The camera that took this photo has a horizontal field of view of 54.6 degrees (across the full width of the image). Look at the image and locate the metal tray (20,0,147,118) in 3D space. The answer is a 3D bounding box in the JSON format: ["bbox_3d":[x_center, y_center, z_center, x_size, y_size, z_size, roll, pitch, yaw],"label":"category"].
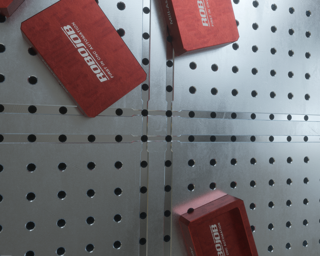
[{"bbox_3d":[-0.089,-0.088,0.377,0.090,0.030,0.130,-39,103,-16],"label":"metal tray"}]

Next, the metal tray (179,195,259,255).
[{"bbox_3d":[0.089,0.173,0.442,0.091,0.030,0.129,-19,96,-19],"label":"metal tray"}]

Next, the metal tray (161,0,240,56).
[{"bbox_3d":[0.051,-0.174,0.428,0.091,0.030,0.129,-17,96,-19],"label":"metal tray"}]

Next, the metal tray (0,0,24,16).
[{"bbox_3d":[-0.170,-0.204,0.346,0.090,0.030,0.130,38,78,-16],"label":"metal tray"}]
